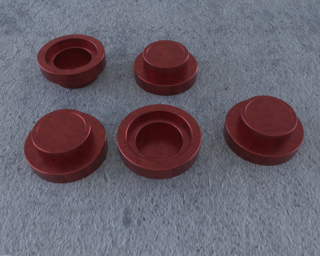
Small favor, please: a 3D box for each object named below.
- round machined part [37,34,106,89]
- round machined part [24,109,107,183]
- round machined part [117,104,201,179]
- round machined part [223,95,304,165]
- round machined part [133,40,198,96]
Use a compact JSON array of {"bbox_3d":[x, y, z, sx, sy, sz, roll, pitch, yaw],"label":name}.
[{"bbox_3d":[-0.131,-0.098,0.473,0.099,0.042,0.098,0,50,0],"label":"round machined part"},{"bbox_3d":[-0.116,0.015,0.379,0.099,0.042,0.098,0,50,0],"label":"round machined part"},{"bbox_3d":[-0.001,0.020,0.375,0.099,0.042,0.098,0,50,0],"label":"round machined part"},{"bbox_3d":[0.134,-0.004,0.396,0.099,0.042,0.098,0,50,0],"label":"round machined part"},{"bbox_3d":[0.009,-0.098,0.475,0.099,0.042,0.098,0,50,0],"label":"round machined part"}]
